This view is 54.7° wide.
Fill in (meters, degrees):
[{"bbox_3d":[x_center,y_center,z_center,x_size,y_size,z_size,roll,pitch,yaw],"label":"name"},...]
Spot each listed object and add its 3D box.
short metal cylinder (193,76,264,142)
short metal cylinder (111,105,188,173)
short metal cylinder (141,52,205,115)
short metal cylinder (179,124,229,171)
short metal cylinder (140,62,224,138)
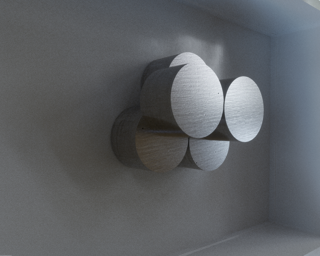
[{"bbox_3d":[0.088,-0.023,0.395,0.081,0.050,0.080,0,90,-40],"label":"short metal cylinder"},{"bbox_3d":[-0.012,0.012,0.378,0.081,0.050,0.080,0,90,-40],"label":"short metal cylinder"},{"bbox_3d":[0.023,-0.055,0.407,0.081,0.050,0.080,0,90,-40],"label":"short metal cylinder"},{"bbox_3d":[0.051,0.017,0.431,0.081,0.050,0.080,0,90,-40],"label":"short metal cylinder"},{"bbox_3d":[0.025,-0.029,0.344,0.081,0.050,0.080,0,90,-40],"label":"short metal cylinder"}]
